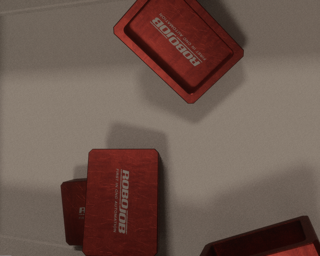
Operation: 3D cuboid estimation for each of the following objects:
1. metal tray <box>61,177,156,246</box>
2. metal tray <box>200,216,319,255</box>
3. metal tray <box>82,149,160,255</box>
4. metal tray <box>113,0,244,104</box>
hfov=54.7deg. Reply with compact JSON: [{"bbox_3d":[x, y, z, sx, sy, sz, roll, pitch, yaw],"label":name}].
[{"bbox_3d":[-0.072,0.114,0.432,0.130,0.030,0.089,-7,88,19],"label":"metal tray"},{"bbox_3d":[0.106,0.140,0.338,0.130,0.090,0.030,-24,83,18],"label":"metal tray"},{"bbox_3d":[-0.046,0.093,0.395,0.091,0.030,0.129,0,76,4],"label":"metal tray"},{"bbox_3d":[0.022,-0.104,0.368,0.130,0.030,0.090,42,106,-13],"label":"metal tray"}]
